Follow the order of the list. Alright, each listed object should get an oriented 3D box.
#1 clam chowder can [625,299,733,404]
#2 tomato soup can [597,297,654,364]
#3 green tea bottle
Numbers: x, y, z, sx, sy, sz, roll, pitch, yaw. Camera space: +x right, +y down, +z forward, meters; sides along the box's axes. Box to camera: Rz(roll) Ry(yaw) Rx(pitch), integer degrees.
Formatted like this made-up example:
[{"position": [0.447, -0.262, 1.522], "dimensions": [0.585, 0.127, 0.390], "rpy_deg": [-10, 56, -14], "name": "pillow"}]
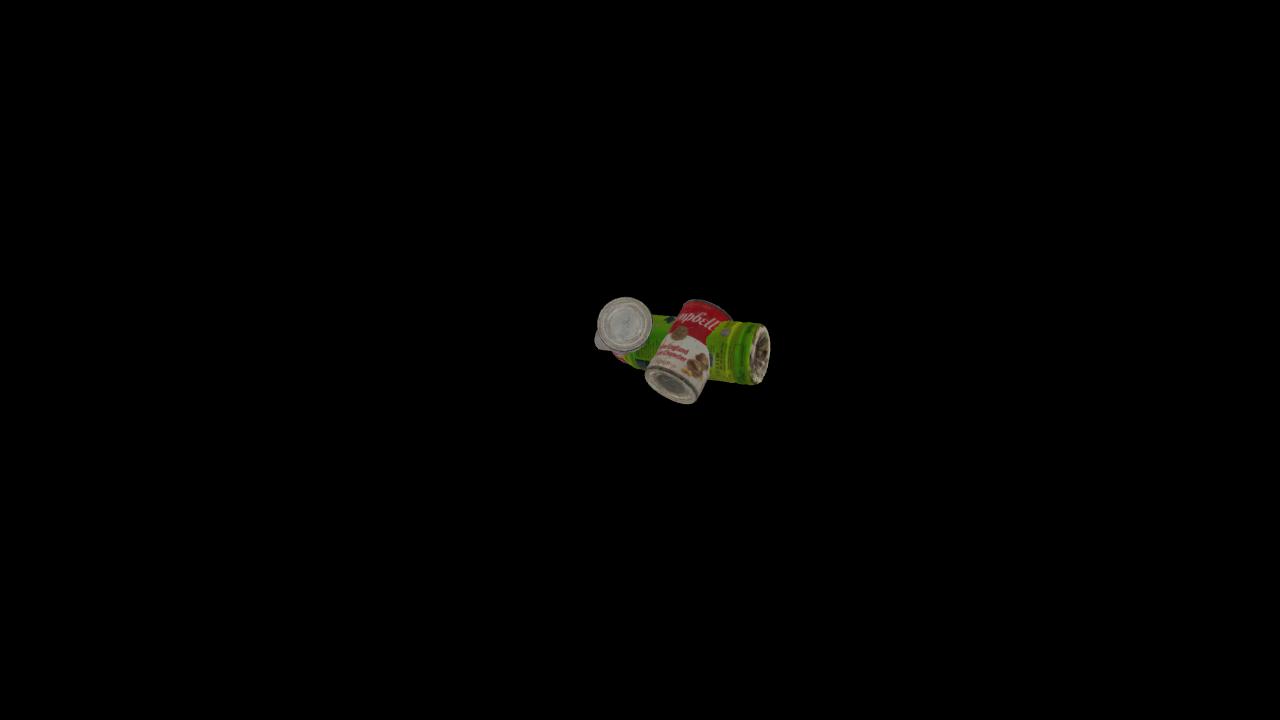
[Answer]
[{"position": [0.057, -0.009, 0.697], "dimensions": [0.068, 0.102, 0.068], "rpy_deg": [25, -24, 12], "name": "clam chowder can"}, {"position": [-0.013, -0.034, 0.755], "dimensions": [0.068, 0.068, 0.101], "rpy_deg": [0, -9, 7], "name": "tomato soup can"}, {"position": [0.042, -0.017, 0.722], "dimensions": [0.212, 0.073, 0.073], "rpy_deg": [7, 3, 27], "name": "green tea bottle"}]
